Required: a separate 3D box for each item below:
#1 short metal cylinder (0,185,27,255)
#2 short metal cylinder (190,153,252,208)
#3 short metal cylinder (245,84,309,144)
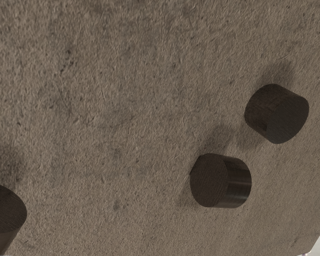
[{"bbox_3d":[-0.193,0.100,0.329,0.080,0.080,0.050,26,104,-37],"label":"short metal cylinder"},{"bbox_3d":[0.092,0.081,0.474,0.050,0.080,0.079,13,112,-34],"label":"short metal cylinder"},{"bbox_3d":[0.179,-0.022,0.478,0.081,0.050,0.079,-14,125,-21],"label":"short metal cylinder"}]
